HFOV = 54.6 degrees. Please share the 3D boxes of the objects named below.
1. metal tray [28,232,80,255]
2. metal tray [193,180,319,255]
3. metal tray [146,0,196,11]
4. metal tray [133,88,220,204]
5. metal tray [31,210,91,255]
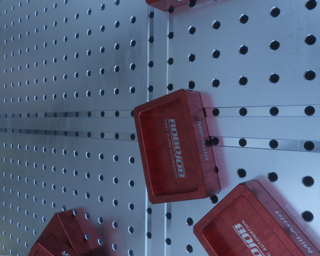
[{"bbox_3d":[-0.155,0.240,0.499,0.130,0.030,0.090,37,117,6],"label":"metal tray"},{"bbox_3d":[0.104,0.131,0.320,0.090,0.030,0.130,-52,60,27],"label":"metal tray"},{"bbox_3d":[0.040,-0.205,0.373,0.130,0.030,0.090,-1,89,40],"label":"metal tray"},{"bbox_3d":[0.017,0.025,0.392,0.090,0.030,0.129,-18,79,38],"label":"metal tray"},{"bbox_3d":[-0.182,0.222,0.558,0.129,0.030,0.090,-52,60,27],"label":"metal tray"}]
